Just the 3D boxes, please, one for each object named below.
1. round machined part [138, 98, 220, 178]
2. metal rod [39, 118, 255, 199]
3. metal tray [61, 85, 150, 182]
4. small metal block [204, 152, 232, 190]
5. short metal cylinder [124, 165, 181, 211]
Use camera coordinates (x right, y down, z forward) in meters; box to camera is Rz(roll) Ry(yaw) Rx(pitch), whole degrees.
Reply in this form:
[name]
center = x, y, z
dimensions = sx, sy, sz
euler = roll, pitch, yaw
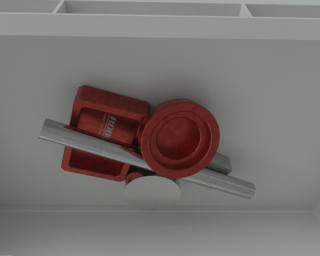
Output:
[round machined part]
center = 0.021, 0.010, 0.389
dimensions = 0.099, 0.042, 0.097
euler = -4, 109, -13
[metal rod]
center = -0.002, 0.046, 0.409
dimensions = 0.302, 0.025, 0.025
euler = 19, 128, -19
[metal tray]
center = -0.075, 0.013, 0.413
dimensions = 0.091, 0.030, 0.129
euler = 14, 129, -13
[small metal block]
center = 0.069, 0.060, 0.459
dimensions = 0.050, 0.025, 0.050
euler = 25, 126, -20
[short metal cylinder]
center = -0.011, 0.078, 0.456
dimensions = 0.081, 0.050, 0.079
euler = 0, 130, 0
